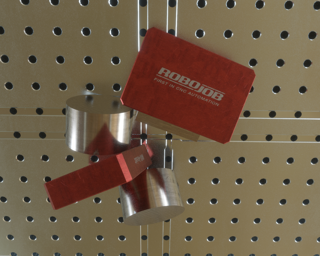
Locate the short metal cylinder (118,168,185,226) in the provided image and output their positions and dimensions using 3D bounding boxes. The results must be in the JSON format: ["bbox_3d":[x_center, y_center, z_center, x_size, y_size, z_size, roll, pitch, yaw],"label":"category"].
[{"bbox_3d":[-0.012,0.093,0.413,0.081,0.050,0.080,-11,151,-6],"label":"short metal cylinder"}]

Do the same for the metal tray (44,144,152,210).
[{"bbox_3d":[-0.066,0.054,0.375,0.090,0.130,0.030,-22,88,8],"label":"metal tray"}]

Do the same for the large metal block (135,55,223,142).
[{"bbox_3d":[0.022,-0.039,0.386,0.080,0.050,0.079,20,109,-8],"label":"large metal block"}]

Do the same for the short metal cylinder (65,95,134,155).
[{"bbox_3d":[-0.074,-0.006,0.381,0.081,0.080,0.050,6,110,-3],"label":"short metal cylinder"}]

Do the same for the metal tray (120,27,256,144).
[{"bbox_3d":[0.031,-0.046,0.353,0.131,0.030,0.090,21,91,-8],"label":"metal tray"}]
